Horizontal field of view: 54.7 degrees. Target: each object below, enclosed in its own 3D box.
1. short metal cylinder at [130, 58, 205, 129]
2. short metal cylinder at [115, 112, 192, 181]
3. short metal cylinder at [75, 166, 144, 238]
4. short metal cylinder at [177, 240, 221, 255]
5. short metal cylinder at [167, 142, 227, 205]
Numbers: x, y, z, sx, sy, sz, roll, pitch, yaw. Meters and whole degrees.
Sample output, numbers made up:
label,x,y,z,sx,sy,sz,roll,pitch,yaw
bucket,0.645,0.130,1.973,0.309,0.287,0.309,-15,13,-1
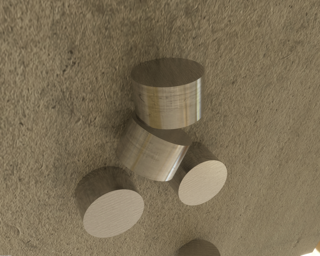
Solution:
label,x,y,z,sx,sy,sz,roll,pitch,yaw
short metal cylinder,0.010,-0.041,0.351,0.081,0.080,0.050,-17,125,-19
short metal cylinder,-0.008,0.021,0.380,0.081,0.080,0.050,15,111,-34
short metal cylinder,-0.068,0.098,0.414,0.081,0.050,0.079,-14,124,-21
short metal cylinder,0.075,0.255,0.570,0.080,0.080,0.050,-27,128,-12
short metal cylinder,0.051,0.067,0.460,0.081,0.050,0.079,-14,124,-21
